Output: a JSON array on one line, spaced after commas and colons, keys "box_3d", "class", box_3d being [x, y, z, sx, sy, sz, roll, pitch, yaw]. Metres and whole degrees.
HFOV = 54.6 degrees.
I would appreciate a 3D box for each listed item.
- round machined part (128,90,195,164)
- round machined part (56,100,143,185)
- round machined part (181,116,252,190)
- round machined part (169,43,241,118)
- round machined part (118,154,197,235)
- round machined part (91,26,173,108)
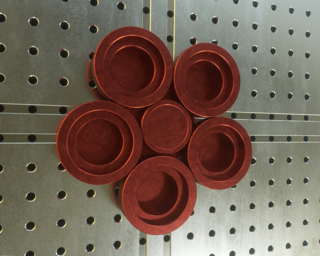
[{"box_3d": [0.003, -0.001, 0.404, 0.099, 0.042, 0.097, 0, 90, -20], "class": "round machined part"}, {"box_3d": [-0.074, 0.017, 0.376, 0.099, 0.042, 0.097, 0, 90, -20], "class": "round machined part"}, {"box_3d": [0.074, 0.033, 0.430, 0.099, 0.042, 0.097, 0, 90, -20], "class": "round machined part"}, {"box_3d": [0.056, -0.063, 0.424, 0.099, 0.042, 0.097, 0, 90, -20], "class": "round machined part"}, {"box_3d": [-0.006, 0.083, 0.401, 0.099, 0.042, 0.097, 0, 90, -20], "class": "round machined part"}, {"box_3d": [-0.036, -0.073, 0.390, 0.099, 0.042, 0.097, 0, 90, -20], "class": "round machined part"}]
